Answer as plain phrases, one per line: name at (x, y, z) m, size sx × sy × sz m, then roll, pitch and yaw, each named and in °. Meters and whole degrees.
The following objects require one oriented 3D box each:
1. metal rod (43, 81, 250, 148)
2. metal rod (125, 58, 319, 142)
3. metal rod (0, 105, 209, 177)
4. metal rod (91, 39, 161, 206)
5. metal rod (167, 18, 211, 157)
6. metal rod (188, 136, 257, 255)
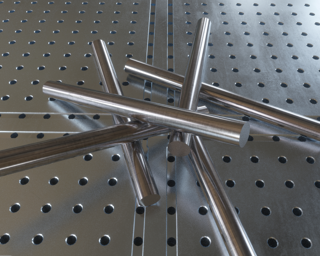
metal rod at (-0.041, -0.026, 0.374) m, size 0.300 × 0.025 × 0.025 m, roll 15°, pitch 50°, yaw 34°
metal rod at (0.085, -0.045, 0.445) m, size 0.301 × 0.025 × 0.025 m, roll 22°, pitch 53°, yaw 17°
metal rod at (-0.067, 0.013, 0.350) m, size 0.302 × 0.025 × 0.025 m, roll -14°, pitch 50°, yaw -30°
metal rod at (-0.058, -0.030, 0.432) m, size 0.025 × 0.025 × 0.300 m, roll -14°, pitch 51°, yaw -11°
metal rod at (0.049, -0.080, 0.441) m, size 0.025 × 0.025 × 0.300 m, roll 9°, pitch 45°, yaw 7°
metal rod at (0.083, 0.128, 0.300) m, size 0.025 × 0.025 × 0.300 m, roll -12°, pitch 51°, yaw -10°
